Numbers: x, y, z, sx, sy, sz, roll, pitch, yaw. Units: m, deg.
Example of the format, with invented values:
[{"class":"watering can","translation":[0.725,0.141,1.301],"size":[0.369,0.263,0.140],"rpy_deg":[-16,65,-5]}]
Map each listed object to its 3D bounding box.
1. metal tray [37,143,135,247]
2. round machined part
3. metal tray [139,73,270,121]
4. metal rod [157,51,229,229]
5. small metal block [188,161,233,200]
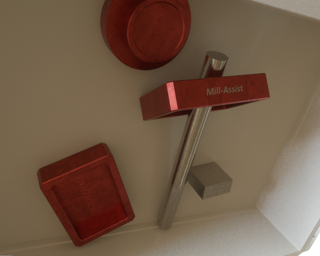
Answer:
[{"class":"metal tray","translation":[-0.093,0.092,0.412],"size":[0.091,0.030,0.129],"rpy_deg":[-24,127,-15]},{"class":"round machined part","translation":[-0.009,-0.107,0.328],"size":[0.099,0.042,0.097],"rpy_deg":[-14,125,-21]},{"class":"metal tray","translation":[0.052,-0.036,0.373],"size":[0.131,0.090,0.030],"rpy_deg":[-9,88,-24]},{"class":"metal rod","translation":[0.035,0.039,0.425],"size":[0.025,0.025,0.298],"rpy_deg":[-7,130,-25]},{"class":"small metal block","translation":[0.077,0.082,0.487],"size":[0.050,0.050,0.025],"rpy_deg":[-9,123,-24]}]
